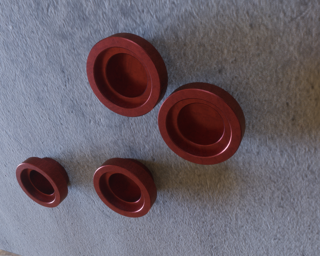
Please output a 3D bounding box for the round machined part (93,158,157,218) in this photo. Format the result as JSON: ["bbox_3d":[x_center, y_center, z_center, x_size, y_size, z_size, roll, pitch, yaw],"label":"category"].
[{"bbox_3d":[-0.049,0.085,0.473,0.098,0.042,0.097,13,124,20],"label":"round machined part"}]

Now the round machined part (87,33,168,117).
[{"bbox_3d":[-0.035,-0.066,0.372,0.098,0.042,0.097,13,124,20],"label":"round machined part"}]

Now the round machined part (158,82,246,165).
[{"bbox_3d":[0.051,-0.008,0.363,0.098,0.042,0.097,13,124,20],"label":"round machined part"}]

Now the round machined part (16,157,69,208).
[{"bbox_3d":[-0.205,0.092,0.558,0.098,0.042,0.097,13,124,20],"label":"round machined part"}]
